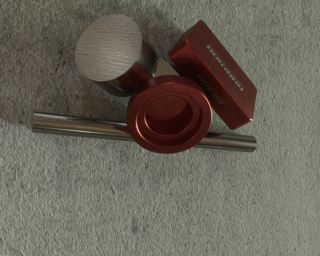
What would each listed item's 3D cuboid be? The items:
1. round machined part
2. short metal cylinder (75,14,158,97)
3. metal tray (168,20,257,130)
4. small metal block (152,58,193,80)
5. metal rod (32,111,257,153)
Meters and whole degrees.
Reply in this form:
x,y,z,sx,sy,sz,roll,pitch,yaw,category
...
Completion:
x,y,z,sx,sy,sz,roll,pitch,yaw,category
0.010,-0.019,0.372,0.099,0.042,0.097,-3,124,-4,round machined part
-0.049,-0.082,0.358,0.080,0.050,0.080,-5,74,18,short metal cylinder
0.075,-0.071,0.408,0.130,0.030,0.090,47,37,-14,metal tray
0.008,-0.062,0.398,0.050,0.050,0.025,25,82,-19,small metal block
-0.005,0.008,0.409,0.302,0.025,0.025,6,88,-20,metal rod
